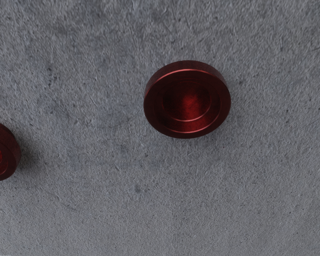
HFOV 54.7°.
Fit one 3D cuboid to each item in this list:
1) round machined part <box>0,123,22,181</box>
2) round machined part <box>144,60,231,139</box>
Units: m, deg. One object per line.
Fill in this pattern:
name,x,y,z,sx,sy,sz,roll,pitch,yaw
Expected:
round machined part,-0.237,0.025,0.415,0.099,0.042,0.097,0,130,0
round machined part,0.031,-0.037,0.365,0.099,0.042,0.097,0,130,0
